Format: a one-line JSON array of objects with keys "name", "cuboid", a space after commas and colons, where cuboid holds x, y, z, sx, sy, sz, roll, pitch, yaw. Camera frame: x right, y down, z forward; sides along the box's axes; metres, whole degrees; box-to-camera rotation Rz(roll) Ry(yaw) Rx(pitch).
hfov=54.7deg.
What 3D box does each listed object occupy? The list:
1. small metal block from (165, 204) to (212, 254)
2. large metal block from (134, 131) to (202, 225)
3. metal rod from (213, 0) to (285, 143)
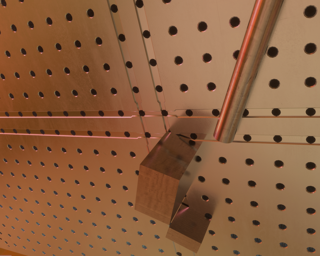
[{"name": "small metal block", "cuboid": [0.043, 0.149, 0.464, 0.050, 0.050, 0.025, 24, 127, 13]}, {"name": "large metal block", "cuboid": [0.011, 0.064, 0.408, 0.050, 0.080, 0.079, 20, 126, 16]}, {"name": "metal rod", "cuboid": [0.099, -0.109, 0.290, 0.025, 0.025, 0.298, 21, 126, 15]}]
